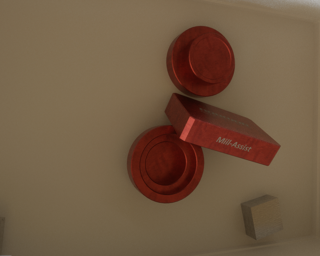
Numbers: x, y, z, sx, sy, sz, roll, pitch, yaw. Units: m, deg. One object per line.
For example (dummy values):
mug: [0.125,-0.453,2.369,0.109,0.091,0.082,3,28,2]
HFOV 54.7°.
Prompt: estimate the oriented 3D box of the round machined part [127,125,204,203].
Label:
round machined part: [0.004,0.045,0.404,0.099,0.042,0.097,0,90,-20]

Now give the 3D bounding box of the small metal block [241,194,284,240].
small metal block: [0.155,0.134,0.470,0.050,0.025,0.050,-13,95,-20]

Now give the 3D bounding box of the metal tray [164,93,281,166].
metal tray: [0.078,0.000,0.404,0.131,0.090,0.030,17,110,-20]

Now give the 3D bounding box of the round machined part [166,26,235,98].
round machined part: [0.062,-0.092,0.426,0.099,0.042,0.097,0,90,-21]

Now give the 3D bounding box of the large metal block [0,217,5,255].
large metal block: [-0.210,0.132,0.307,0.081,0.050,0.080,5,87,-2]
